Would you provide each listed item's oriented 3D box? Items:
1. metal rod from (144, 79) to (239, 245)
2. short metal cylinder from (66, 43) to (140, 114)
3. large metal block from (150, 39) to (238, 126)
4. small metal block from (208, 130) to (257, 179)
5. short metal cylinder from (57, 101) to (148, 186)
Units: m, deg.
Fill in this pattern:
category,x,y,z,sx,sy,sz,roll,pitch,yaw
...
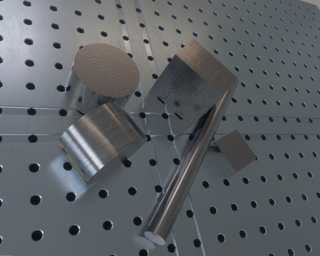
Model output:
category,x,y,z,sx,sy,sz,roll,pitch,yaw
metal rod,0.057,0.019,0.427,0.025,0.025,0.301,36,51,-5
short metal cylinder,-0.072,-0.059,0.389,0.081,0.050,0.080,14,56,-21
large metal block,0.046,-0.062,0.435,0.080,0.080,0.050,42,51,0
small metal block,0.101,0.037,0.441,0.050,0.025,0.050,-24,75,-37
short metal cylinder,-0.060,0.016,0.331,0.081,0.080,0.050,-33,81,-38
